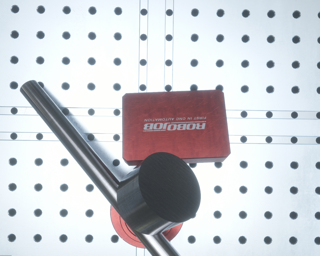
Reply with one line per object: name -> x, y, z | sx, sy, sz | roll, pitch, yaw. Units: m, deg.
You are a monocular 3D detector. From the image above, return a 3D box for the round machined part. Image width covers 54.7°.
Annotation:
round machined part -> -0.016, 0.110, 0.405 | 0.099, 0.042, 0.097 | 0, 90, -1

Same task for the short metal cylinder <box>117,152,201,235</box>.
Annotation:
short metal cylinder -> -0.001, 0.074, 0.350 | 0.080, 0.080, 0.050 | 47, 133, 0

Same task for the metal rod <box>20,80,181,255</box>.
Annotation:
metal rod -> -0.076, 0.054, 0.381 | 0.025, 0.025, 0.300 | -42, 78, 0

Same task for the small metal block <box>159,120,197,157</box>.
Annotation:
small metal block -> 0.022, 0.015, 0.414 | 0.050, 0.025, 0.050 | -10, 90, -1

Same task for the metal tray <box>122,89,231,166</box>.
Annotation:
metal tray -> 0.019, -0.001, 0.398 | 0.131, 0.030, 0.090 | -2, 72, -1
